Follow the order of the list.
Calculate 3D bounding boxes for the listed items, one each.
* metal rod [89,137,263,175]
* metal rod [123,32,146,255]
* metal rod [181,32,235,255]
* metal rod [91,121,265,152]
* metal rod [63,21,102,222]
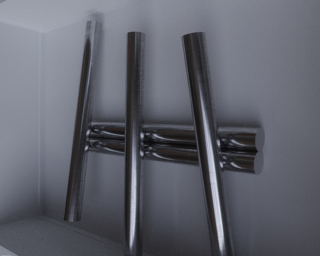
[{"bbox_3d":[-0.014,0.031,0.415,0.300,0.025,0.025,3,92,39],"label":"metal rod"},{"bbox_3d":[-0.033,0.029,0.398,0.025,0.025,0.298,2,91,39],"label":"metal rod"},{"bbox_3d":[0.056,0.052,0.328,0.025,0.025,0.298,-5,95,39],"label":"metal rod"},{"bbox_3d":[-0.013,0.006,0.414,0.300,0.025,0.025,3,92,39],"label":"metal rod"},{"bbox_3d":[-0.115,-0.015,0.466,0.025,0.025,0.298,-1,81,39],"label":"metal rod"}]
